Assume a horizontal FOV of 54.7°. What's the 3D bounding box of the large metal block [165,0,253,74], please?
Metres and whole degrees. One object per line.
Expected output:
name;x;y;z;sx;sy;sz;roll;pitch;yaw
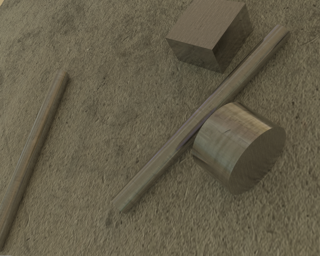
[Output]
large metal block;0.069;-0.131;0.432;0.080;0.050;0.080;27;76;37

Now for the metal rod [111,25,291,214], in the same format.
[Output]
metal rod;0.054;-0.014;0.384;0.300;0.025;0.025;-47;51;-5

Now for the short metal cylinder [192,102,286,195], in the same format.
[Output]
short metal cylinder;0.080;0.020;0.314;0.080;0.080;0.050;-46;51;-4

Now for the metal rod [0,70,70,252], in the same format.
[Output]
metal rod;-0.202;0.035;0.488;0.025;0.025;0.300;-2;60;27
